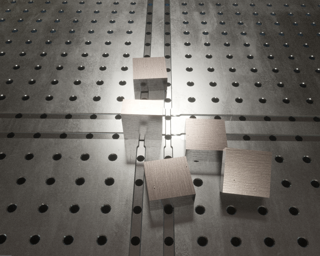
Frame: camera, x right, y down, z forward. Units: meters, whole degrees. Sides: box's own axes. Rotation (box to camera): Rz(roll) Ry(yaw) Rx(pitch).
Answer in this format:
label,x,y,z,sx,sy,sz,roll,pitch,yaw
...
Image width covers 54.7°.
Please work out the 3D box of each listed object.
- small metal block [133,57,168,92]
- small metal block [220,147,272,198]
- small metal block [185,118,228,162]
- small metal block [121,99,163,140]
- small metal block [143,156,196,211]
label,x,y,z,sx,sy,sz,roll,pitch,yaw
small metal block,-0.016,-0.084,0.478,0.050,0.025,0.050,-3,50,-3
small metal block,0.097,0.050,0.352,0.050,0.025,0.050,6,81,4
small metal block,0.057,0.015,0.396,0.050,0.025,0.050,2,50,1
small metal block,-0.022,-0.010,0.400,0.050,0.050,0.025,2,50,1
small metal block,0.010,0.063,0.355,0.050,0.025,0.050,-7,50,-6
